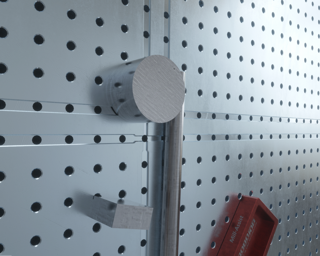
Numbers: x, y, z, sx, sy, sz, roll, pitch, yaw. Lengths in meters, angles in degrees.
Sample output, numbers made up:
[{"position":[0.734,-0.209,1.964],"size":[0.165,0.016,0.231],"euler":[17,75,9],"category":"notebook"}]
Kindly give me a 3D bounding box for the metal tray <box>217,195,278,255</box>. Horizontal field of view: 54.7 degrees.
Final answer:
[{"position":[0.155,0.196,0.539],"size":[0.090,0.030,0.130],"euler":[46,62,-31],"category":"metal tray"}]

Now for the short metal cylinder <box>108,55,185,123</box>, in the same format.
[{"position":[-0.015,-0.046,0.382],"size":[0.081,0.050,0.079],"euler":[0,90,-40],"category":"short metal cylinder"}]

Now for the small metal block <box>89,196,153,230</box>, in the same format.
[{"position":[-0.045,0.098,0.357],"size":[0.050,0.050,0.025],"euler":[19,78,-39],"category":"small metal block"}]

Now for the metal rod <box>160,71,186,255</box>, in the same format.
[{"position":[0.017,0.072,0.425],"size":[0.025,0.025,0.298],"euler":[4,87,-40],"category":"metal rod"}]
